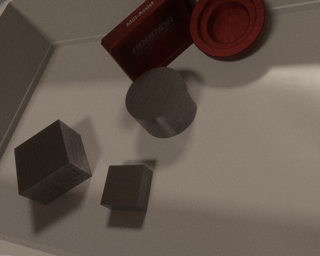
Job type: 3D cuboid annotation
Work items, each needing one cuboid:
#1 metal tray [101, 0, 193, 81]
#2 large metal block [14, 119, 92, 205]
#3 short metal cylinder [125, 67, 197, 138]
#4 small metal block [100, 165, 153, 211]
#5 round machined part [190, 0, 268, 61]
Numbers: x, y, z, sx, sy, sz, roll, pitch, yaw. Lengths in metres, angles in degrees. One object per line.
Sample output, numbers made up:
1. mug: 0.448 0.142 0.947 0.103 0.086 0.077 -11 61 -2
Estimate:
1. metal tray: -0.008 -0.131 0.446 0.130 0.090 0.030 -41 51 -1
2. large metal block: -0.152 0.048 0.438 0.080 0.050 0.080 -33 52 6
3. short metal cylinder: 0.002 -0.033 0.408 0.080 0.050 0.080 -13 56 20
4. small metal block: -0.040 0.073 0.380 0.050 0.025 0.050 -5 59 25
5. round machined part: 0.093 -0.137 0.414 0.098 0.042 0.097 -2 86 27
